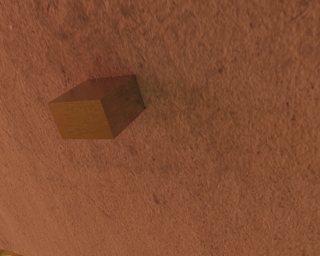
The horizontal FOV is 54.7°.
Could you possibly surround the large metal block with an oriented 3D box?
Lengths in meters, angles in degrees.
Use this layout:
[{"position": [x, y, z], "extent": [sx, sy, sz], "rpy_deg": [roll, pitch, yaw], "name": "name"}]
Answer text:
[{"position": [-0.077, -0.027, 0.393], "extent": [0.080, 0.080, 0.050], "rpy_deg": [-1, 118, 28], "name": "large metal block"}]
